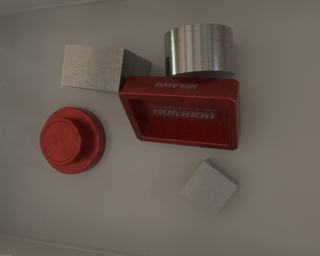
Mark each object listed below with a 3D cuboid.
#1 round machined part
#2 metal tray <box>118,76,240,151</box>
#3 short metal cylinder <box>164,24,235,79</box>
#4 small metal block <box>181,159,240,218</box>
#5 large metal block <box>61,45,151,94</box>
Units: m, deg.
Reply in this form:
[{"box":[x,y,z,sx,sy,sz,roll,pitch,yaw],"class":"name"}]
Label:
[{"box":[-0.132,0.018,0.446,0.098,0.042,0.097,0,90,19],"class":"round machined part"},{"box":[0.026,-0.017,0.367,0.130,0.090,0.030,5,52,19],"class":"metal tray"},{"box":[0.046,-0.084,0.365,0.080,0.080,0.050,-3,89,19],"class":"short metal cylinder"},{"box":[0.063,0.075,0.388,0.050,0.025,0.050,37,102,15],"class":"small metal block"},{"box":[-0.067,-0.072,0.403,0.080,0.080,0.050,9,93,20],"class":"large metal block"}]
